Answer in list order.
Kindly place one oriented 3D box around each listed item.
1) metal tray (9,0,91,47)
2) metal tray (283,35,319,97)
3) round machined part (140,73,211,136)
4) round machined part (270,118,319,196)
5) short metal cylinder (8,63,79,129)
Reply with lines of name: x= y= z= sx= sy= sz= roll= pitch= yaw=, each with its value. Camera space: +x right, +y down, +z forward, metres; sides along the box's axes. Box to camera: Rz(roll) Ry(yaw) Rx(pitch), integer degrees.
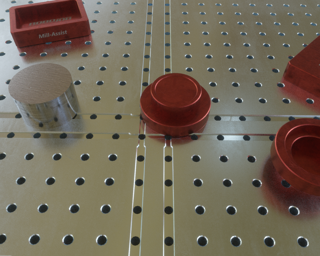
metal tray: x=-0.201 y=-0.196 z=0.566 sx=0.131 sy=0.030 sz=0.090 roll=-14 pitch=52 yaw=-12
metal tray: x=0.272 y=-0.101 z=0.493 sx=0.090 sy=0.030 sz=0.131 roll=37 pitch=59 yaw=27
round machined part: x=0.021 y=-0.039 z=0.430 sx=0.099 sy=0.042 sz=0.098 roll=0 pitch=50 yaw=0
round machined part: x=0.181 y=0.038 z=0.367 sx=0.099 sy=0.042 sz=0.098 roll=0 pitch=50 yaw=0
short metal cylinder: x=-0.158 y=-0.045 z=0.427 sx=0.081 sy=0.050 sz=0.080 roll=0 pitch=50 yaw=0
